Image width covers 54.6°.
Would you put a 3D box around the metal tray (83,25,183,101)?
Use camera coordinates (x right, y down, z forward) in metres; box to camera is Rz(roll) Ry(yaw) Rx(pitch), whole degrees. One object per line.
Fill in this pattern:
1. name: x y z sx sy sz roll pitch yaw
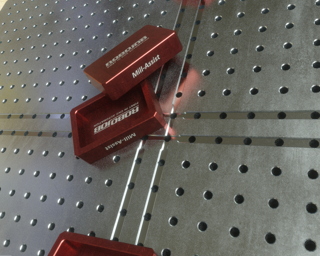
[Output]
1. metal tray: -0.042 -0.102 0.464 0.130 0.030 0.090 -39 37 -12

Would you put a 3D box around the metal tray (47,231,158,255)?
1. metal tray: -0.071 0.165 0.326 0.130 0.030 0.090 0 45 28

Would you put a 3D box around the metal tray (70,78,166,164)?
1. metal tray: -0.065 -0.015 0.449 0.130 0.030 0.090 -27 52 11
